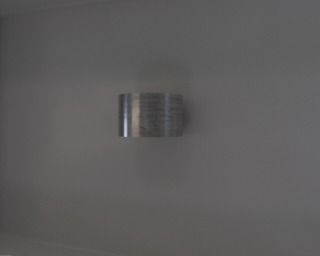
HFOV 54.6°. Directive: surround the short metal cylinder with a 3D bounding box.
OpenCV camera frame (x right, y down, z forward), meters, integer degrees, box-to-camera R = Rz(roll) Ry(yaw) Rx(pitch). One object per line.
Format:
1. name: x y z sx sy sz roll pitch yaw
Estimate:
1. short metal cylinder: -0.012 -0.015 0.386 0.080 0.080 0.050 0 90 20
